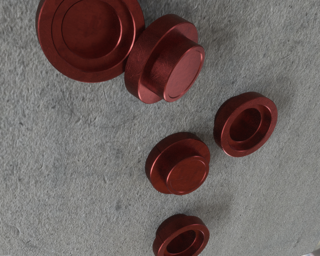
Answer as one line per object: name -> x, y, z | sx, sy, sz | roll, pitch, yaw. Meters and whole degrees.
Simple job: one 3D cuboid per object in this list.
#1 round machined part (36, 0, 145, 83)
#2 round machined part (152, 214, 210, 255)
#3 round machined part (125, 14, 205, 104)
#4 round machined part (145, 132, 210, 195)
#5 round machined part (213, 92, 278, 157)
round machined part -> -0.067, -0.097, 0.299 | 0.099, 0.042, 0.097 | -14, 124, -21
round machined part -> 0.032, 0.186, 0.528 | 0.099, 0.042, 0.097 | -14, 124, -21
round machined part -> 0.011, -0.067, 0.333 | 0.098, 0.042, 0.098 | -44, 157, -24
round machined part -> 0.031, 0.058, 0.449 | 0.099, 0.042, 0.097 | -14, 124, -21
round machined part -> 0.119, -0.009, 0.455 | 0.099, 0.042, 0.097 | -14, 124, -21
